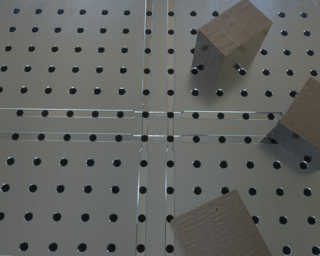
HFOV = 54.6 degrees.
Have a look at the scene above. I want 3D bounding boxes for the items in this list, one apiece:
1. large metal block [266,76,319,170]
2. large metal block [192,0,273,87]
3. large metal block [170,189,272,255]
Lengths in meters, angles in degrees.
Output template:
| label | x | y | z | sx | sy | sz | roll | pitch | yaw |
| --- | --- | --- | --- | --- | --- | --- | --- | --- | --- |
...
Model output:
| label | x | y | z | sx | sy | sz | roll | pitch | yaw |
| --- | --- | --- | --- | --- | --- | --- | --- | --- | --- |
| large metal block | 0.201 | -0.005 | 0.401 | 0.080 | 0.050 | 0.080 | 35 | 74 | 12 |
| large metal block | 0.095 | -0.114 | 0.425 | 0.080 | 0.080 | 0.050 | -36 | 74 | -12 |
| large metal block | 0.066 | 0.126 | 0.353 | 0.080 | 0.050 | 0.080 | -23 | 72 | -8 |
